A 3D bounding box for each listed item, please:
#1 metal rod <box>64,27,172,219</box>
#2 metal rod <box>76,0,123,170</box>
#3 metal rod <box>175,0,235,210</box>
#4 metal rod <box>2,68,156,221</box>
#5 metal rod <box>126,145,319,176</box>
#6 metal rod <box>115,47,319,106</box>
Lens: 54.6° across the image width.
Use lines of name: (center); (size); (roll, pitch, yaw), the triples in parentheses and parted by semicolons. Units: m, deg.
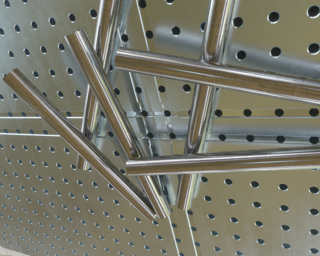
metal rod: (-0.046, 0.012, 0.423); (0.025, 0.025, 0.299); (-6, 122, 31)
metal rod: (-0.088, -0.051, 0.426); (0.025, 0.025, 0.298); (28, 128, 11)
metal rod: (0.048, -0.010, 0.379); (0.025, 0.025, 0.298); (18, 126, 18)
metal rod: (-0.106, 0.035, 0.459); (0.025, 0.025, 0.300); (-27, 113, 37)
metal rod: (0.098, 0.038, 0.360); (0.300, 0.025, 0.025); (-6, 116, 23)
metal rod: (0.100, -0.045, 0.306); (0.301, 0.025, 0.025); (12, 124, 12)
